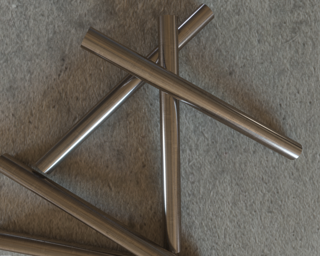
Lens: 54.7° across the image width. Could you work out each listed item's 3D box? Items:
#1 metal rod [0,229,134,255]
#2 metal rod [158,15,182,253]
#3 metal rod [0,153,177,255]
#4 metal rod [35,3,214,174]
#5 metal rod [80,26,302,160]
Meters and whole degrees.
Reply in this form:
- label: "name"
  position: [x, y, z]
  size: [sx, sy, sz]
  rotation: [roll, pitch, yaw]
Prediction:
- label: "metal rod"
  position: [-0.082, 0.171, 0.409]
  size: [0.302, 0.025, 0.025]
  rotation: [11, 90, -1]
- label: "metal rod"
  position: [0.013, 0.012, 0.395]
  size: [0.025, 0.025, 0.298]
  rotation: [-1, 96, -1]
- label: "metal rod"
  position: [-0.079, 0.118, 0.396]
  size: [0.301, 0.025, 0.025]
  rotation: [30, 90, 4]
- label: "metal rod"
  position: [-0.046, -0.051, 0.409]
  size: [0.300, 0.025, 0.025]
  rotation: [-44, 91, -1]
- label: "metal rod"
  position: [0.050, -0.033, 0.373]
  size: [0.301, 0.025, 0.025]
  rotation: [26, 90, -15]
